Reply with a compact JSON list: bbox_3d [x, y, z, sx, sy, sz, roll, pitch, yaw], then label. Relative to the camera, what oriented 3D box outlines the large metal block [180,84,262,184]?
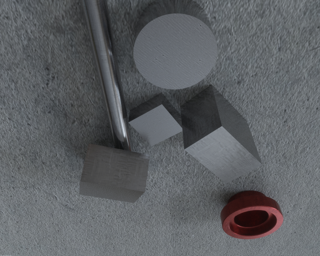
[{"bbox_3d":[0.072,0.007,0.379,0.050,0.080,0.080,-35,122,26],"label":"large metal block"}]

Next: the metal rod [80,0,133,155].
[{"bbox_3d":[-0.060,-0.083,0.335,0.025,0.025,0.298,-3,130,2],"label":"metal rod"}]

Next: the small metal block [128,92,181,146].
[{"bbox_3d":[-0.004,-0.010,0.399,0.050,0.025,0.050,-28,125,21],"label":"small metal block"}]

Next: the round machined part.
[{"bbox_3d":[0.151,0.142,0.520,0.099,0.042,0.097,-1,130,0],"label":"round machined part"}]

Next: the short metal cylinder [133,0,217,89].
[{"bbox_3d":[0.015,-0.087,0.317,0.081,0.050,0.079,0,130,0],"label":"short metal cylinder"}]

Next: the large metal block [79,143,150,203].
[{"bbox_3d":[-0.065,0.065,0.427,0.081,0.050,0.080,12,154,-10],"label":"large metal block"}]
